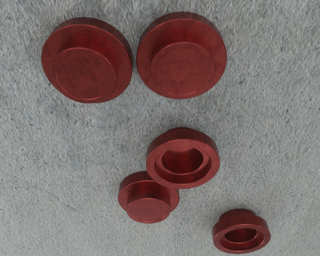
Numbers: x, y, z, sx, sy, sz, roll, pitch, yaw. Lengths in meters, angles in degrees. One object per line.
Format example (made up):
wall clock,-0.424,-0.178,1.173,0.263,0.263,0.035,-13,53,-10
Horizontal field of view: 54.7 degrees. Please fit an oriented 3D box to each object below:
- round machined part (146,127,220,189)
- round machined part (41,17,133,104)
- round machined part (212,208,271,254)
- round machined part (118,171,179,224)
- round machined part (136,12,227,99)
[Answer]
round machined part,0.030,0.037,0.428,0.099,0.042,0.097,0,130,0
round machined part,-0.080,-0.066,0.339,0.099,0.042,0.097,0,130,0
round machined part,0.141,0.180,0.551,0.099,0.042,0.097,0,130,0
round machined part,-0.018,0.116,0.495,0.099,0.042,0.097,0,130,0
round machined part,0.023,-0.070,0.336,0.099,0.042,0.097,0,130,0
